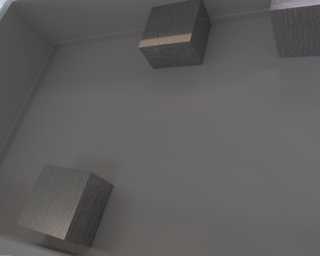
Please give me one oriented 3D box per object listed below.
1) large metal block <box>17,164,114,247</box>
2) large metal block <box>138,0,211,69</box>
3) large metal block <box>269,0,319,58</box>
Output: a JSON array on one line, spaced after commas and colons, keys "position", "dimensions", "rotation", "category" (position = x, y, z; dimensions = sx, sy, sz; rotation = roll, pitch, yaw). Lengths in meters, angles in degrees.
[{"position": [-0.118, 0.096, 0.393], "dimensions": [0.080, 0.050, 0.080], "rotation": [4, 64, 30], "category": "large metal block"}, {"position": [0.024, -0.138, 0.462], "dimensions": [0.080, 0.050, 0.080], "rotation": [1, 62, 28], "category": "large metal block"}, {"position": [0.177, -0.128, 0.356], "dimensions": [0.080, 0.080, 0.050], "rotation": [4, 64, 30], "category": "large metal block"}]
